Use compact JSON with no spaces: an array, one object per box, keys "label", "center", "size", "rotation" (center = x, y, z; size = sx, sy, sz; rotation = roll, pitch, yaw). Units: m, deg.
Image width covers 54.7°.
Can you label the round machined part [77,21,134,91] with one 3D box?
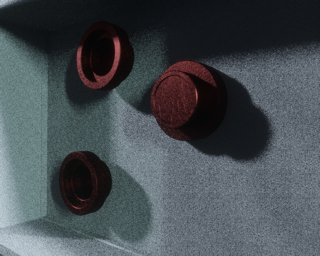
[{"label":"round machined part","center":[-0.076,-0.104,0.459],"size":[0.098,0.042,0.097],"rotation":[0,90,40]}]

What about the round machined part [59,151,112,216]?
[{"label":"round machined part","center":[-0.114,0.085,0.490],"size":[0.098,0.042,0.097],"rotation":[0,90,40]}]

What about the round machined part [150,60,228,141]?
[{"label":"round machined part","center":[0.027,-0.033,0.373],"size":[0.098,0.042,0.097],"rotation":[0,90,40]}]
